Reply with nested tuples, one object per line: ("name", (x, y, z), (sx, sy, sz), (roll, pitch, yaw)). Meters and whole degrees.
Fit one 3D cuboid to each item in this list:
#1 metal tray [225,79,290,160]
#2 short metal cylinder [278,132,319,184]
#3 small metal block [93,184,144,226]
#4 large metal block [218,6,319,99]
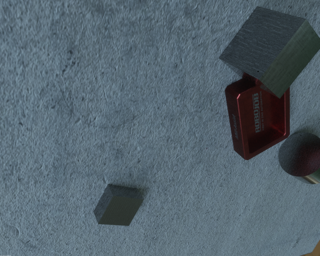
("metal tray", (0.152, -0.022, 0.473), (0.090, 0.030, 0.129), (-27, 128, -11))
("short metal cylinder", (0.260, 0.054, 0.547), (0.050, 0.080, 0.080), (28, 103, -38))
("small metal block", (-0.059, 0.111, 0.443), (0.050, 0.025, 0.050), (17, 109, -35))
("large metal block", (0.135, -0.096, 0.386), (0.050, 0.080, 0.080), (28, 103, -38))
